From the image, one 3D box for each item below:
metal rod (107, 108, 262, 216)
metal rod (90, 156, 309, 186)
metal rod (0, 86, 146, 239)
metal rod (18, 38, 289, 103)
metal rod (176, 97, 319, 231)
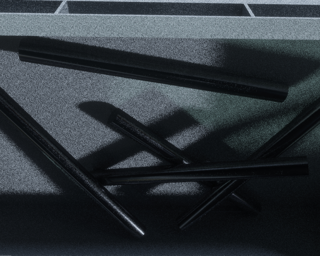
[{"bbox_3d":[0.051,0.061,0.461,0.301,0.025,0.025,35,122,-26],"label":"metal rod"},{"bbox_3d":[0.037,0.061,0.423,0.301,0.025,0.025,-6,131,20],"label":"metal rod"},{"bbox_3d":[-0.119,0.060,0.430,0.025,0.025,0.300,-29,116,22],"label":"metal rod"},{"bbox_3d":[0.000,-0.064,0.354,0.302,0.025,0.025,8,130,-7],"label":"metal rod"},{"bbox_3d":[0.129,0.053,0.431,0.025,0.025,0.299,32,116,-24],"label":"metal rod"}]
